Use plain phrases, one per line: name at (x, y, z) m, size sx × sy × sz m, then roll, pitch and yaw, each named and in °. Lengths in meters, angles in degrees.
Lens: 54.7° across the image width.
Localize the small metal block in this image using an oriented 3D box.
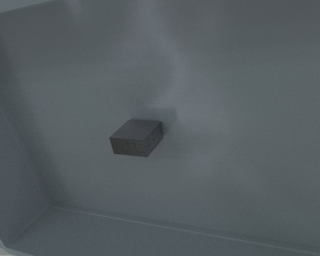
small metal block at (-0.030, 0.013, 0.410) m, size 0.050 × 0.050 × 0.025 m, roll 3°, pitch 120°, yaw 26°
